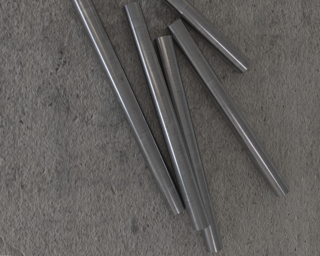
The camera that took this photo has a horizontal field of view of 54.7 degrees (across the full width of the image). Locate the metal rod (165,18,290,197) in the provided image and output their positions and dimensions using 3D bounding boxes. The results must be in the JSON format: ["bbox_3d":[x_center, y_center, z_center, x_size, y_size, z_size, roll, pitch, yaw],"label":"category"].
[{"bbox_3d":[0.102,-0.021,0.446,0.025,0.025,0.299,-39,103,-16],"label":"metal rod"}]

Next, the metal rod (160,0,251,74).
[{"bbox_3d":[0.010,-0.178,0.412,0.301,0.025,0.025,38,78,-16],"label":"metal rod"}]

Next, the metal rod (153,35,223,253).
[{"bbox_3d":[0.040,0.025,0.423,0.025,0.025,0.298,-16,96,-19],"label":"metal rod"}]

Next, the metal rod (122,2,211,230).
[{"bbox_3d":[0.009,-0.013,0.402,0.025,0.025,0.298,-19,93,-19],"label":"metal rod"}]

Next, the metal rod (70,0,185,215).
[{"bbox_3d":[-0.037,-0.024,0.395,0.025,0.025,0.299,-27,99,-18],"label":"metal rod"}]
